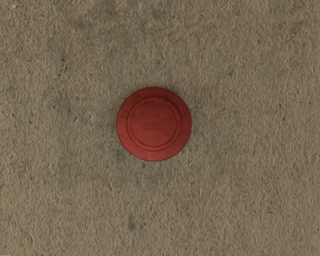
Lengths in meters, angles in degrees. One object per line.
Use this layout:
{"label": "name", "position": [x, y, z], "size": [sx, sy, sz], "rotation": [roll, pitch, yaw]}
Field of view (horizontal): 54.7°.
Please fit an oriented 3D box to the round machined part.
{"label": "round machined part", "position": [-0.008, -0.005, 0.402], "size": [0.099, 0.042, 0.097], "rotation": [0, 90, -1]}
